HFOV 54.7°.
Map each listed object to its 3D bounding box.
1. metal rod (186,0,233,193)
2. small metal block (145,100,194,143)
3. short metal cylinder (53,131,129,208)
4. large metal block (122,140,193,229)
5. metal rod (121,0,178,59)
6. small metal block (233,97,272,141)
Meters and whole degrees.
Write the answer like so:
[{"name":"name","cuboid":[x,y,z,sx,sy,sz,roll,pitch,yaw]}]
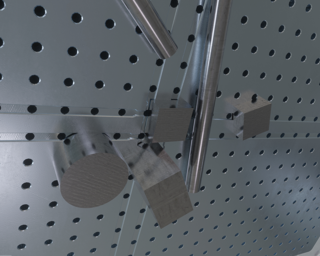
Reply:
[{"name":"metal rod","cuboid":[0.063,-0.032,0.425,0.025,0.025,0.298,-10,123,-23]},{"name":"small metal block","cuboid":[0.012,-0.009,0.412,0.050,0.025,0.050,-2,120,-28]},{"name":"short metal cylinder","cuboid":[-0.085,0.051,0.380,0.081,0.050,0.079,-14,124,-21]},{"name":"large metal block","cuboid":[-0.004,0.073,0.419,0.050,0.080,0.080,-27,128,-11]},{"name":"metal rod","cuboid":[-0.064,-0.178,0.265,0.025,0.025,0.300,-40,130,-1]},{"name":"small metal block","cuboid":[0.142,-0.015,0.480,0.050,0.025,0.050,-20,126,-17]}]
